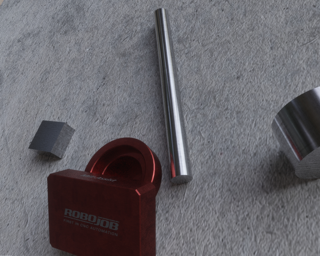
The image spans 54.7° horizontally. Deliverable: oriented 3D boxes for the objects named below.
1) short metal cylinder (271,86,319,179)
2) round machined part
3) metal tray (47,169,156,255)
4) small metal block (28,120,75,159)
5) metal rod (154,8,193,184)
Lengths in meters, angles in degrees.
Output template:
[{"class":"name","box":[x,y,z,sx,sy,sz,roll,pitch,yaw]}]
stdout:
[{"class":"short metal cylinder","box":[0.153,0.005,0.286,0.080,0.080,0.050,-25,53,13]},{"class":"round machined part","box":[-0.042,0.064,0.376,0.098,0.042,0.098,-13,56,21]},{"class":"metal tray","box":[-0.068,0.099,0.346,0.130,0.030,0.089,3,97,29]},{"class":"small metal block","box":[-0.168,0.017,0.481,0.050,0.025,0.050,5,64,30]},{"class":"metal rod","box":[0.014,-0.066,0.436,0.025,0.025,0.299,-18,55,18]}]
